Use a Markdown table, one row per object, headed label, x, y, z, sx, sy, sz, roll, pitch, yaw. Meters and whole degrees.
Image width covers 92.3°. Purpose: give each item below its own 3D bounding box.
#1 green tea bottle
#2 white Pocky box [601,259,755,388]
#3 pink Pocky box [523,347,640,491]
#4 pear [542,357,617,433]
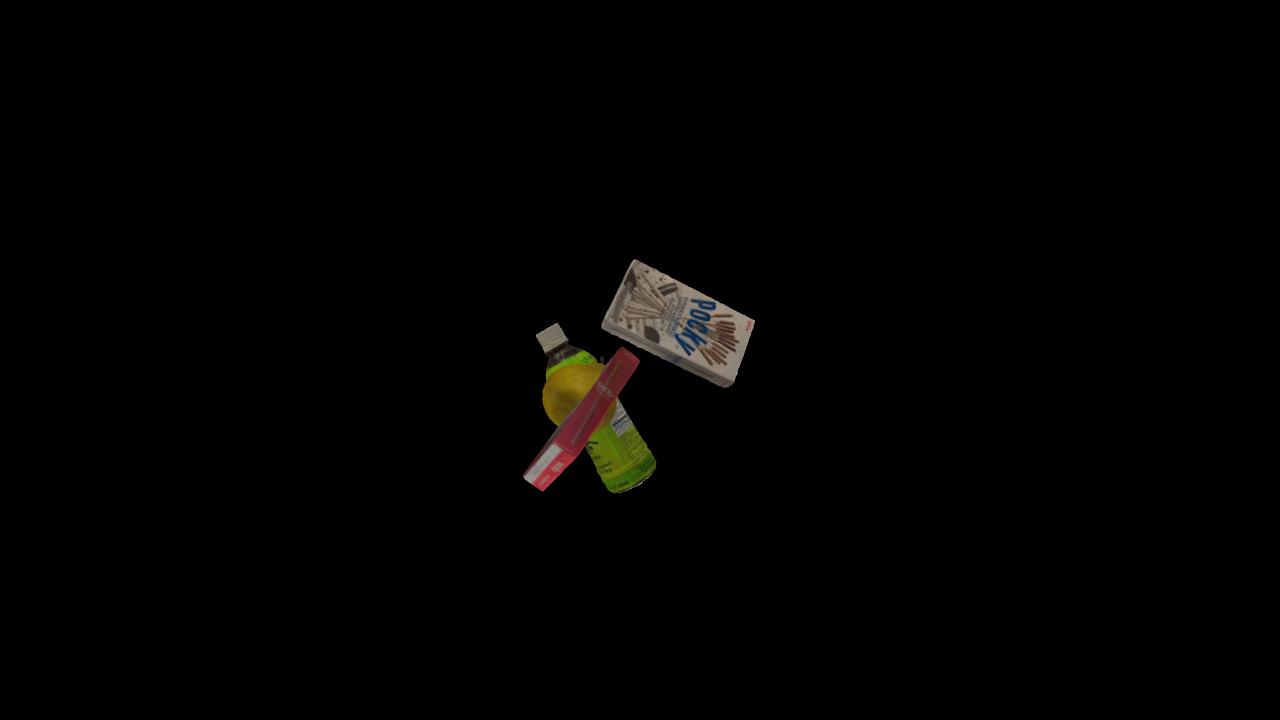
| label | x | y | z | sx | sy | sz | roll | pitch | yaw |
| --- | --- | --- | --- | --- | --- | --- | --- | --- | --- |
| green tea bottle | -0.058 | 0.054 | 0.736 | 0.073 | 0.212 | 0.073 | -27 | 6 | 3 |
| white Pocky box | 0.043 | -0.039 | 0.668 | 0.154 | 0.084 | 0.028 | 26 | -24 | -6 |
| pink Pocky box | -0.058 | 0.058 | 0.637 | 0.084 | 0.029 | 0.155 | -47 | 7 | 44 |
| pear | -0.054 | 0.033 | 0.670 | 0.080 | 0.080 | 0.111 | 0 | 22 | 28 |
